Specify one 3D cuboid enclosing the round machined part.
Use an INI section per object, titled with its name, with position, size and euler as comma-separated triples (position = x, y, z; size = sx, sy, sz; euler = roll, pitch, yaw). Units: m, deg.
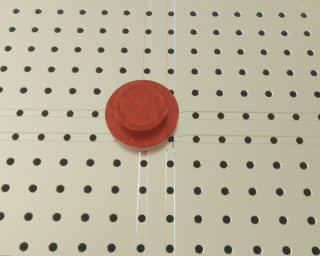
[round machined part]
position = -0.024, -0.021, 0.411
size = 0.099, 0.042, 0.098
euler = 0, 70, 0
